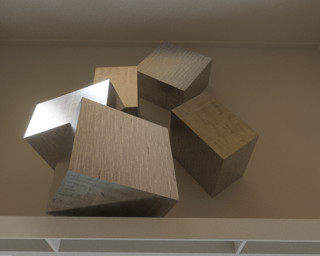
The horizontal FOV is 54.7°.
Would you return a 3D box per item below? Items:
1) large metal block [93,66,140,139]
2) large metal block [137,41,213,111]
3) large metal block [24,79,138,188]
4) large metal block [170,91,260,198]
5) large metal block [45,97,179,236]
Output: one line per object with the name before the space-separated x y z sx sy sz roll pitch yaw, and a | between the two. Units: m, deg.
large metal block | -0.051 -0.019 0.379 0.050 0.079 0.080 -3 43 -2
large metal block | 0.019 -0.074 0.451 0.080 0.050 0.080 26 55 20
large metal block | -0.072 0.008 0.313 0.080 0.080 0.050 -18 40 10
large metal block | 0.056 0.019 0.354 0.050 0.080 0.080 -30 57 -23
large metal block | -0.037 0.030 0.249 0.080 0.050 0.080 20 35 -22
